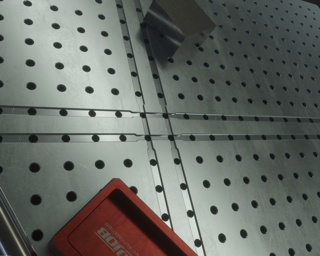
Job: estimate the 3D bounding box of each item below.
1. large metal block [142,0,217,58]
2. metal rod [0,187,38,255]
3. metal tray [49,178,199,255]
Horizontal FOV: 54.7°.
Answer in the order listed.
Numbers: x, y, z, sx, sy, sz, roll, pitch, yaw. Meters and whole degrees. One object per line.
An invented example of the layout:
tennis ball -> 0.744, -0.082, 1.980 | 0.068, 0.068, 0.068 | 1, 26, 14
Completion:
large metal block -> 0.032, -0.173, 0.515 | 0.081, 0.050, 0.080 | -31, 79, -38
metal rod -> -0.152, 0.071, 0.282 | 0.025, 0.025, 0.299 | -26, 76, -37
metal tray -> -0.031, 0.126, 0.310 | 0.130, 0.030, 0.090 | 44, 51, 2
